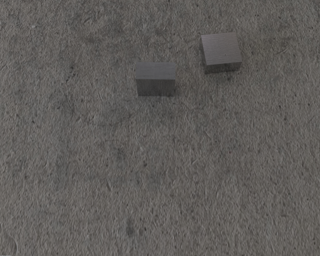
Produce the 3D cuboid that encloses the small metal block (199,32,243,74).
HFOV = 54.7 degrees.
[{"bbox_3d":[0.087,-0.108,0.448,0.050,0.025,0.050,-6,70,-3],"label":"small metal block"}]

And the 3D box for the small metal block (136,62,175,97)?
[{"bbox_3d":[-0.005,-0.065,0.418,0.050,0.050,0.025,1,70,0],"label":"small metal block"}]
